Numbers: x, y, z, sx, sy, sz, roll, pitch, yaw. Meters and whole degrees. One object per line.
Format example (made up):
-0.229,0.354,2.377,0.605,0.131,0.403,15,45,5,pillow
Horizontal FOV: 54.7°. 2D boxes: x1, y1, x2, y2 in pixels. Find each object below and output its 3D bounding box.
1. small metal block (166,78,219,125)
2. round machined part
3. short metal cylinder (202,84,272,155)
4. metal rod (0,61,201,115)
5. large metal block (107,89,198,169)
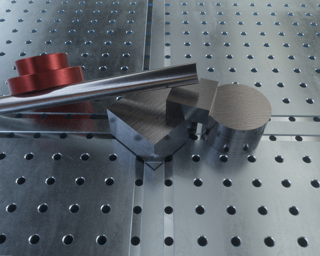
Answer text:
0.039,-0.036,0.370,0.050,0.025,0.050,15,51,11,small metal block
-0.157,-0.076,0.423,0.099,0.042,0.098,-10,12,2,round machined part
0.097,-0.012,0.403,0.081,0.050,0.080,0,50,0,short metal cylinder
-0.101,-0.044,0.387,0.301,0.025,0.025,-7,48,16,metal rod
-0.008,-0.009,0.396,0.080,0.050,0.080,36,58,26,large metal block
